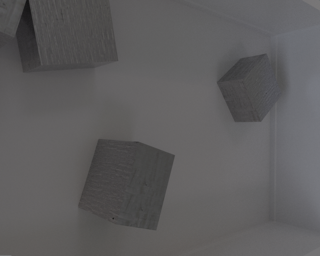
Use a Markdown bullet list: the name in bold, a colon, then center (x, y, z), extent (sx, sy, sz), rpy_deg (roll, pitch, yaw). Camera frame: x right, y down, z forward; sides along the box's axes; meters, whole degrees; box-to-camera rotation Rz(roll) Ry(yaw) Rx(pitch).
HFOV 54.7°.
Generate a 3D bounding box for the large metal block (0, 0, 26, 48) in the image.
- **large metal block**: center (-0.158, -0.101, 0.238), extent (0.080, 0.080, 0.050), rpy_deg (20, 77, -38)

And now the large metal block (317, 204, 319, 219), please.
- **large metal block**: center (0.437, 0.212, 0.740), extent (0.080, 0.080, 0.050), rpy_deg (34, 69, -35)

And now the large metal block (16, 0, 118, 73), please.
- **large metal block**: center (-0.095, -0.101, 0.310), extent (0.081, 0.050, 0.079), rpy_deg (-14, 99, -39)

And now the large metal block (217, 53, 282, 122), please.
- **large metal block**: center (0.151, -0.066, 0.516), extent (0.080, 0.050, 0.080), rpy_deg (-44, 117, -31)

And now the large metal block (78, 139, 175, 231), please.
- **large metal block**: center (-0.038, 0.059, 0.339), extent (0.050, 0.080, 0.080), rpy_deg (24, 75, -38)
